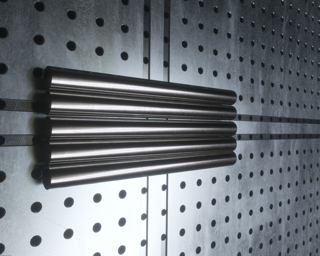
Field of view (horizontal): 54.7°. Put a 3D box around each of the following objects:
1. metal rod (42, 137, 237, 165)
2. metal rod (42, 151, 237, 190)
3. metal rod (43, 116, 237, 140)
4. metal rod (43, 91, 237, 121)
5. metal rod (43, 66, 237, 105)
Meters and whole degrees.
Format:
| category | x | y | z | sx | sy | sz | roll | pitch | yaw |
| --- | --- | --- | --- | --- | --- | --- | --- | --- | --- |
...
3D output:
| category | x | y | z | sx | sy | sz | roll | pitch | yaw |
| --- | --- | --- | --- | --- | --- | --- | --- | --- | --- |
| metal rod | 0.001 | 0.026 | 0.411 | 0.302 | 0.025 | 0.025 | 0 | 90 | -40 |
| metal rod | 0.000 | 0.050 | 0.411 | 0.302 | 0.025 | 0.025 | 0 | 90 | -40 |
| metal rod | 0.001 | 0.001 | 0.412 | 0.302 | 0.025 | 0.025 | 0 | 90 | -40 |
| metal rod | 0.001 | -0.025 | 0.412 | 0.302 | 0.025 | 0.025 | 0 | 90 | -40 |
| metal rod | 0.001 | -0.050 | 0.412 | 0.302 | 0.025 | 0.025 | 0 | 90 | -40 |
